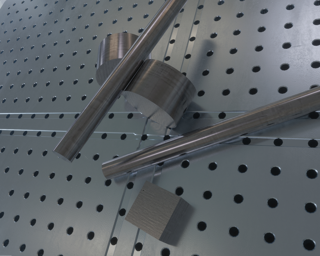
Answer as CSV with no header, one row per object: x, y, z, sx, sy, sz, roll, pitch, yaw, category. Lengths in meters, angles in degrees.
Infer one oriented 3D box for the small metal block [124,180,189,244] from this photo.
-0.004,0.095,0.352,0.050,0.025,0.050,19,72,35,small metal block

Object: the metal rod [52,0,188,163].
-0.035,-0.086,0.398,0.025,0.025,0.300,16,63,34,metal rod

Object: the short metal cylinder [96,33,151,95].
-0.052,-0.092,0.457,0.080,0.080,0.050,-16,56,19,short metal cylinder

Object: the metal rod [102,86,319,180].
0.066,0.007,0.369,0.301,0.025,0.025,-20,54,16,metal rod

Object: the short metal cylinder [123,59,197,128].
0.000,-0.043,0.400,0.080,0.080,0.050,23,75,36,short metal cylinder
